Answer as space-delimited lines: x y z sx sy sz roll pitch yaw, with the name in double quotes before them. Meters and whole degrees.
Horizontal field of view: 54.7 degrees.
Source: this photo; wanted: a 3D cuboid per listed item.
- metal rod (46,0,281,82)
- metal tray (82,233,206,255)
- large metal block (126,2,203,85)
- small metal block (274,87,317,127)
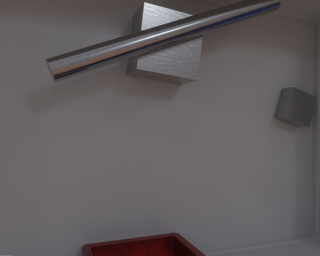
"metal rod" 0.020 -0.114 0.365 0.302 0.025 0.025 -23 98 -19
"metal tray" -0.021 0.161 0.369 0.131 0.090 0.030 0 90 -21
"large metal block" 0.006 -0.104 0.400 0.081 0.050 0.080 7 88 -20
"small metal block" 0.216 -0.032 0.492 0.050 0.025 0.050 19 84 -20
